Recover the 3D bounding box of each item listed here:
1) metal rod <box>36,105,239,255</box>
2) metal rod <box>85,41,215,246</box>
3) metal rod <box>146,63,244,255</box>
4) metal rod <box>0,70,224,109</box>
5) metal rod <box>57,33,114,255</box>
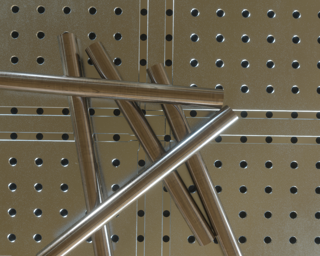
[{"bbox_3d":[-0.028,0.073,0.388,0.300,0.025,0.025,-38,90,-1],"label":"metal rod"},{"bbox_3d":[-0.013,0.021,0.413,0.025,0.025,0.299,-30,90,0],"label":"metal rod"},{"bbox_3d":[0.051,0.056,0.414,0.025,0.025,0.299,-23,90,0],"label":"metal rod"},{"bbox_3d":[-0.073,-0.049,0.388,0.302,0.025,0.025,5,90,-1],"label":"metal rod"},{"bbox_3d":[-0.099,0.025,0.411,0.025,0.025,0.298,-10,90,0],"label":"metal rod"}]
